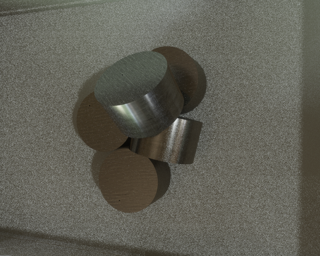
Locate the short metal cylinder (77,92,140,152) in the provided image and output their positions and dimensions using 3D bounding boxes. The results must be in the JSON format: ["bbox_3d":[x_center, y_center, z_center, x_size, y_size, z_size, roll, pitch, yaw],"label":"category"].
[{"bbox_3d":[-0.063,-0.010,0.416,0.080,0.050,0.079,0,90,19],"label":"short metal cylinder"}]

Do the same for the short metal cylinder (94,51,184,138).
[{"bbox_3d":[-0.021,-0.036,0.327,0.080,0.050,0.080,-15,45,16],"label":"short metal cylinder"}]

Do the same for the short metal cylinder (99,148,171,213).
[{"bbox_3d":[-0.032,0.065,0.405,0.080,0.050,0.079,0,90,19],"label":"short metal cylinder"}]

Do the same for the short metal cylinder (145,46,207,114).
[{"bbox_3d":[0.014,-0.057,0.390,0.080,0.050,0.079,0,90,19],"label":"short metal cylinder"}]

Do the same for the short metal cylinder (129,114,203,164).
[{"bbox_3d":[0.007,0.009,0.377,0.080,0.080,0.050,14,95,19],"label":"short metal cylinder"}]
